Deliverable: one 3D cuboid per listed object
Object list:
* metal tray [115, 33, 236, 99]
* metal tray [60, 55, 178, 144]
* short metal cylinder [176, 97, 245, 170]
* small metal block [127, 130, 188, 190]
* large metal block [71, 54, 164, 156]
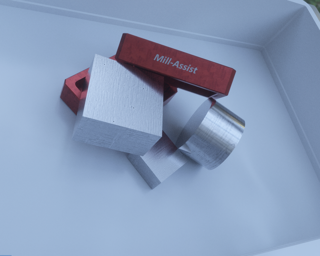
[{"bbox_3d":[0.017,-0.071,0.379,0.131,0.090,0.030,18,92,-1],"label":"metal tray"},{"bbox_3d":[-0.049,-0.047,0.403,0.090,0.030,0.131,47,51,4],"label":"metal tray"},{"bbox_3d":[0.064,0.007,0.401,0.050,0.080,0.080,34,51,-6],"label":"short metal cylinder"},{"bbox_3d":[-0.003,0.038,0.380,0.050,0.025,0.050,-33,80,-38],"label":"small metal block"},{"bbox_3d":[-0.044,-0.023,0.338,0.081,0.050,0.080,15,56,-20],"label":"large metal block"}]
